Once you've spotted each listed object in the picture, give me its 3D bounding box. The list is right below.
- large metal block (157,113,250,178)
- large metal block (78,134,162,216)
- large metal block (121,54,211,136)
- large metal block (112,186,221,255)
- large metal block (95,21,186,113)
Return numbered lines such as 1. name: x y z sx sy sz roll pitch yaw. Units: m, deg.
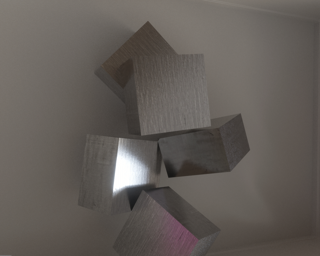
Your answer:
1. large metal block: 0.057 0.021 0.386 0.080 0.080 0.050 -25 101 -57
2. large metal block: -0.043 0.051 0.363 0.080 0.050 0.080 9 86 -54
3. large metal block: 0.006 -0.037 0.347 0.081 0.050 0.079 -7 93 -20
4. large metal block: 0.006 0.123 0.342 0.050 0.080 0.080 9 112 -55
5. large metal block: -0.022 -0.071 0.390 0.080 0.050 0.080 46 76 -15
